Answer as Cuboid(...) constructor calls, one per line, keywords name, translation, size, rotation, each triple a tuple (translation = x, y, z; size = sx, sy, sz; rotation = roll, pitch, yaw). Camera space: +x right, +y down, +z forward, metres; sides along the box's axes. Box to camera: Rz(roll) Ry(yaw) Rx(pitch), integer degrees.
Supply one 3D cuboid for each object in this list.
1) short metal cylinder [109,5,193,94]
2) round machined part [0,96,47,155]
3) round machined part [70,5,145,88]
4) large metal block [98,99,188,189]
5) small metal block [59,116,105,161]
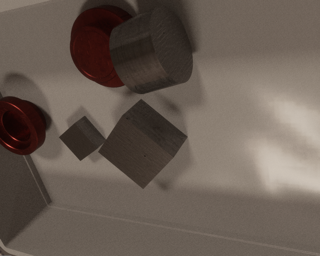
Cuboid(name="short metal cylinder", translation=(-0.007, -0.080, 0.326), size=(0.050, 0.080, 0.080), rotation=(-12, 113, 33))
Cuboid(name="round machined part", translation=(-0.228, -0.007, 0.508), size=(0.098, 0.042, 0.097), rotation=(10, 121, 18))
Cuboid(name="round machined part", translation=(-0.068, -0.094, 0.374), size=(0.098, 0.042, 0.097), rotation=(13, 124, 20))
Cuboid(name="large metal block", translation=(-0.024, 0.022, 0.417), size=(0.080, 0.050, 0.080), rotation=(40, 129, 1))
Cuboid(name="small metal block", translation=(-0.120, 0.017, 0.480), size=(0.050, 0.025, 0.050), rotation=(-34, 100, 38))
